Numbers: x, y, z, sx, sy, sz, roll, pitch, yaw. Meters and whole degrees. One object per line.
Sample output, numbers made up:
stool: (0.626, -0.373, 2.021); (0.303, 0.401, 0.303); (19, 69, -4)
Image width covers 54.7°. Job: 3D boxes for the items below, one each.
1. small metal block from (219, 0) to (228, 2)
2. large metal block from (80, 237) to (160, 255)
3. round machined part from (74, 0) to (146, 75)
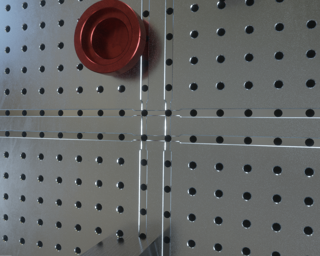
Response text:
small metal block: (0.094, -0.190, 0.379); (0.050, 0.025, 0.050); (-8, 87, 19)
large metal block: (-0.051, 0.180, 0.400); (0.080, 0.080, 0.050); (-7, 88, 19)
round machined part: (-0.064, -0.120, 0.425); (0.098, 0.042, 0.097); (0, 90, 19)
